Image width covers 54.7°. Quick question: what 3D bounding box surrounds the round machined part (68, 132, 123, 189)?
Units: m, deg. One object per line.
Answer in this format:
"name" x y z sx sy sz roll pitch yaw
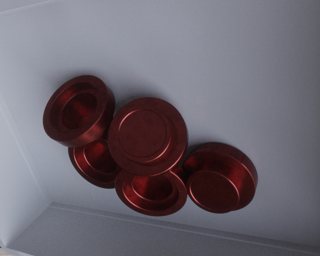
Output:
"round machined part" -0.083 0.039 0.461 0.098 0.042 0.097 13 124 20

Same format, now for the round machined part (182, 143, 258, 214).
"round machined part" 0.073 0.071 0.400 0.098 0.042 0.097 13 124 20

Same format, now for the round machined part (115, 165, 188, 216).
"round machined part" -0.009 0.074 0.429 0.099 0.042 0.097 6 125 8

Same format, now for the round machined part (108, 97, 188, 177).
"round machined part" -0.017 0.009 0.373 0.098 0.042 0.097 -2 79 10

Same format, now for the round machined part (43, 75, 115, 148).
"round machined part" -0.102 -0.019 0.413 0.098 0.098 0.042 3 155 26
